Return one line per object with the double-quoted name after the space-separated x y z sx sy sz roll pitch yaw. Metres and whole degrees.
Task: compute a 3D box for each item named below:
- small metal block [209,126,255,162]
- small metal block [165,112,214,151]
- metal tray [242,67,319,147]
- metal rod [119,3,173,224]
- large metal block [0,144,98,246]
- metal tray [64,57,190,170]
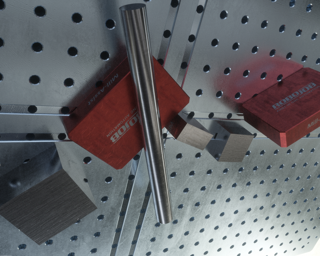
0.113 0.026 0.489 0.050 0.025 0.050 5 116 -31 "small metal block"
0.035 0.000 0.414 0.050 0.050 0.025 23 106 -37 "small metal block"
0.201 -0.035 0.456 0.131 0.090 0.030 -30 129 -10 "metal tray"
-0.009 0.009 0.371 0.025 0.025 0.298 -20 126 -17 "metal rod"
-0.135 0.080 0.371 0.080 0.050 0.080 -32 129 -8 "large metal block"
-0.038 -0.020 0.375 0.130 0.030 0.090 -45 129 3 "metal tray"
